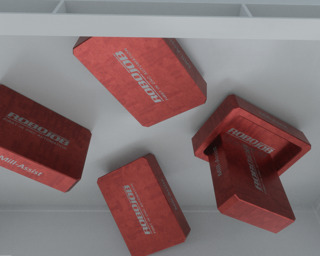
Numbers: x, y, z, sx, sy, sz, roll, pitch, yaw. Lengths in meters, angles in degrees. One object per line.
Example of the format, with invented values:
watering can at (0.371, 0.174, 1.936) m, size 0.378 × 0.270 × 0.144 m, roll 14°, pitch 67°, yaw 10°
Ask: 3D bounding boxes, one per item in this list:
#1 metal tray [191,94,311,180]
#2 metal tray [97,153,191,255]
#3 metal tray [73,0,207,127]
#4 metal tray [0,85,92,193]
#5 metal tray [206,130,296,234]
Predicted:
metal tray at (0.120, 0.021, 0.413) m, size 0.131 × 0.030 × 0.089 m, roll 25°, pitch 122°, yaw -20°
metal tray at (-0.024, 0.113, 0.451) m, size 0.090 × 0.030 × 0.130 m, roll -28°, pitch 86°, yaw 20°
metal tray at (-0.018, -0.064, 0.343) m, size 0.090 × 0.030 × 0.130 m, roll -23°, pitch 128°, yaw 28°
metal tray at (-0.153, 0.012, 0.374) m, size 0.131 × 0.090 × 0.030 m, roll 31°, pitch 123°, yaw -24°
metal tray at (0.108, 0.057, 0.391) m, size 0.090 × 0.130 × 0.030 m, roll 24°, pitch 126°, yaw -20°
